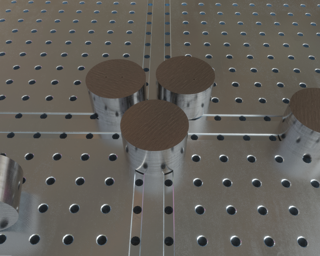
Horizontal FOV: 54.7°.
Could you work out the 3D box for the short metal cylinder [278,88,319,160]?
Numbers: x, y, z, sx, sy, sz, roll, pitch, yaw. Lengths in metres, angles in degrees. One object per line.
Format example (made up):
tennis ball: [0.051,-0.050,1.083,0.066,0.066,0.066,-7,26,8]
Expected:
short metal cylinder: [0.201,-0.006,0.399,0.081,0.050,0.080,0,50,0]

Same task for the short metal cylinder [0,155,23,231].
short metal cylinder: [-0.184,0.067,0.313,0.081,0.080,0.050,-8,51,-7]

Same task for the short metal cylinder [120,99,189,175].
short metal cylinder: [-0.006,0.011,0.382,0.081,0.050,0.080,0,50,0]

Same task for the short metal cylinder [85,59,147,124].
short metal cylinder: [-0.059,-0.052,0.434,0.081,0.050,0.080,0,50,0]

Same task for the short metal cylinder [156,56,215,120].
short metal cylinder: [0.034,-0.058,0.440,0.081,0.050,0.080,0,50,0]
